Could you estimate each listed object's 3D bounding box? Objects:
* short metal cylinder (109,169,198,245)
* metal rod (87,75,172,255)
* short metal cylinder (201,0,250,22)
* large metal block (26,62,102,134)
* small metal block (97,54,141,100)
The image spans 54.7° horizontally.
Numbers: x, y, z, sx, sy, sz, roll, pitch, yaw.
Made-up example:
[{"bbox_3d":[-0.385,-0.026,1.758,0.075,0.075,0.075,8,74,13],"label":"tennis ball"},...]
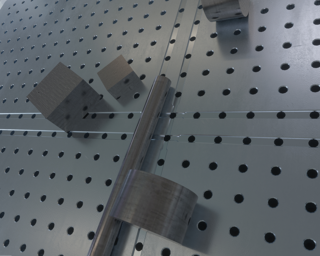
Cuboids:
[{"bbox_3d":[-0.006,0.083,0.325,0.080,0.080,0.050,9,67,32],"label":"short metal cylinder"},{"bbox_3d":[-0.041,0.063,0.391,0.025,0.025,0.300,5,64,31],"label":"metal rod"},{"bbox_3d":[0.095,-0.197,0.444,0.050,0.080,0.080,0,62,28],"label":"short metal cylinder"},{"bbox_3d":[-0.157,-0.051,0.506,0.080,0.050,0.080,-49,51,-6],"label":"large metal block"},{"bbox_3d":[-0.066,-0.082,0.493,0.050,0.025,0.050,-37,51,3],"label":"small metal block"}]
